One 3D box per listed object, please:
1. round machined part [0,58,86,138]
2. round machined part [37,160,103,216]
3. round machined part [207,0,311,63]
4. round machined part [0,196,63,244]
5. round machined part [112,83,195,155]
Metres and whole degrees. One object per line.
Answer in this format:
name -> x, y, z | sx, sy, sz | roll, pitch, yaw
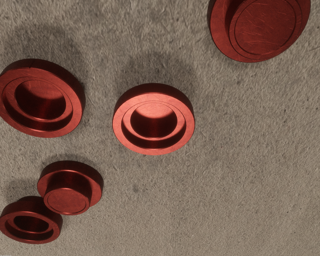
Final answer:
round machined part -> -0.136, -0.038, 0.362 | 0.099, 0.042, 0.097 | -1, 130, 0
round machined part -> -0.139, 0.098, 0.478 | 0.099, 0.042, 0.097 | -1, 130, 0
round machined part -> 0.098, -0.108, 0.306 | 0.099, 0.042, 0.097 | -1, 130, 0
round machined part -> -0.214, 0.152, 0.522 | 0.099, 0.042, 0.097 | -1, 130, 0
round machined part -> -0.008, -0.015, 0.383 | 0.099, 0.042, 0.097 | -1, 130, 0
